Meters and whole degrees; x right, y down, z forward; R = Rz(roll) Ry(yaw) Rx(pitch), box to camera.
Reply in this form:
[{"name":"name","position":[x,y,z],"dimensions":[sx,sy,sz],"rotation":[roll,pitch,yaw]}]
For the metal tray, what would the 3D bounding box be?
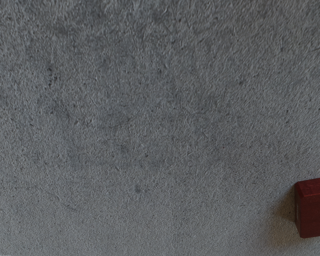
[{"name":"metal tray","position":[0.278,0.134,0.521],"dimensions":[0.090,0.030,0.129],"rotation":[-13,129,10]}]
